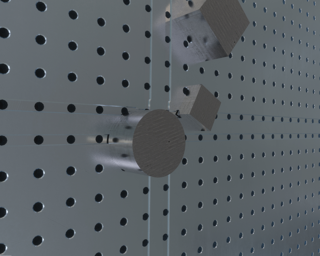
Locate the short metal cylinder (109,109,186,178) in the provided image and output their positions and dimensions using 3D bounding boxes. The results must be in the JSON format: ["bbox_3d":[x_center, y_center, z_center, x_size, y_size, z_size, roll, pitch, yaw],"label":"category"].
[{"bbox_3d":[-0.015,0.018,0.380,0.081,0.050,0.079,0,90,-40],"label":"short metal cylinder"}]

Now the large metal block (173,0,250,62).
[{"bbox_3d":[0.079,-0.158,0.458,0.080,0.050,0.080,49,61,-29],"label":"large metal block"}]

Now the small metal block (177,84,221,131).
[{"bbox_3d":[0.059,-0.029,0.459,0.050,0.025,0.050,36,68,-34],"label":"small metal block"}]
